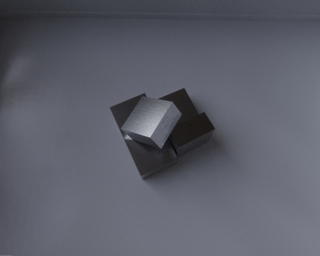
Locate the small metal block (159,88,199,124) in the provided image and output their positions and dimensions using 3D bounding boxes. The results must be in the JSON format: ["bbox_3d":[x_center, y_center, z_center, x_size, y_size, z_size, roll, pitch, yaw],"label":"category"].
[{"bbox_3d":[0.020,-0.019,0.415,0.050,0.025,0.050,-24,72,-9],"label":"small metal block"}]

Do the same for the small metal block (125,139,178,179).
[{"bbox_3d":[-0.011,0.031,0.397,0.050,0.025,0.050,-24,72,-9],"label":"small metal block"}]

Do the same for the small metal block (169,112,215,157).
[{"bbox_3d":[0.037,0.010,0.391,0.050,0.050,0.025,-27,73,-10],"label":"small metal block"}]

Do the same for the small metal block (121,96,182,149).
[{"bbox_3d":[-0.010,-0.008,0.371,0.050,0.025,0.050,15,66,42],"label":"small metal block"}]

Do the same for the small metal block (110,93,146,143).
[{"bbox_3d":[-0.032,-0.011,0.412,0.050,0.025,0.050,-24,72,-9],"label":"small metal block"}]
